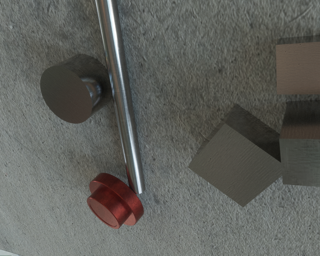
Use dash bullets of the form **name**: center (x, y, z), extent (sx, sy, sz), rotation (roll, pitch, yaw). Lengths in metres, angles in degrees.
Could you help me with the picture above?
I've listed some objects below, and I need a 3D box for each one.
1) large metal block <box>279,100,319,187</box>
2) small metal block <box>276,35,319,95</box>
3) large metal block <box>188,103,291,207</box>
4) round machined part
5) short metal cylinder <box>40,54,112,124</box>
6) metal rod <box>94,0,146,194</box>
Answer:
- **large metal block**: center (0.162, 0.012, 0.293), extent (0.080, 0.080, 0.050), rotation (0, 118, 28)
- **small metal block**: center (0.140, -0.060, 0.296), extent (0.050, 0.025, 0.050), rotation (3, 120, 26)
- **large metal block**: center (0.093, 0.032, 0.361), extent (0.080, 0.050, 0.079), rotation (36, 129, 3)
- **round machined part**: center (-0.077, 0.122, 0.494), extent (0.098, 0.042, 0.097), rotation (26, 141, 24)
- **short metal cylinder**: center (-0.110, -0.053, 0.414), extent (0.080, 0.050, 0.079), rotation (13, 124, 20)
- **metal rod**: center (-0.049, -0.035, 0.409), extent (0.025, 0.025, 0.298), rotation (8, 122, 24)
